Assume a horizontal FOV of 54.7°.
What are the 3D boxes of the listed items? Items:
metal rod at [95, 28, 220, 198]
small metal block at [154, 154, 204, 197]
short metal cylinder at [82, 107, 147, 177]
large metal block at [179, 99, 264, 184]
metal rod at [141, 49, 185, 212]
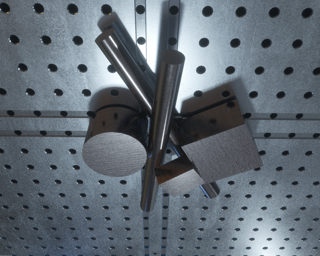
[{"bbox_3d":[0.013,0.003,0.409,0.025,0.025,0.300,-22,127,18],"label":"metal rod"},{"bbox_3d":[0.028,0.065,0.421,0.050,0.025,0.050,-27,141,11],"label":"small metal block"},{"bbox_3d":[-0.057,0.019,0.406,0.081,0.050,0.079,-1,130,-1],"label":"short metal cylinder"},{"bbox_3d":[0.080,0.020,0.407,0.080,0.050,0.080,-21,127,17],"label":"large metal block"},{"bbox_3d":[-0.004,0.030,0.407,0.025,0.025,0.298,5,138,-4],"label":"metal rod"}]
